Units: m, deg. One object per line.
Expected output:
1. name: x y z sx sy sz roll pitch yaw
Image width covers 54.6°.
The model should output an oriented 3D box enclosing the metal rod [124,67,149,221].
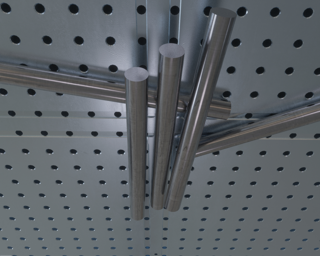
1. metal rod: -0.031 0.047 0.430 0.025 0.025 0.298 2 136 -2

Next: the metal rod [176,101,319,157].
1. metal rod: 0.165 -0.009 0.404 0.300 0.025 0.025 -18 128 14

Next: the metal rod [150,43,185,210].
1. metal rod: 0.004 0.026 0.409 0.025 0.025 0.298 2 138 -2

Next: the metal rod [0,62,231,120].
1. metal rod: -0.062 -0.045 0.372 0.302 0.025 0.025 9 130 -8

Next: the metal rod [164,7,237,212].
1. metal rod: 0.039 0.006 0.382 0.025 0.025 0.298 6 130 -5
